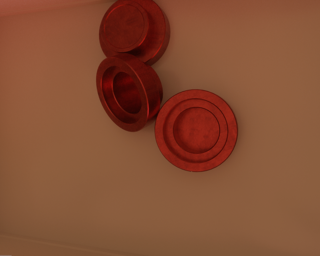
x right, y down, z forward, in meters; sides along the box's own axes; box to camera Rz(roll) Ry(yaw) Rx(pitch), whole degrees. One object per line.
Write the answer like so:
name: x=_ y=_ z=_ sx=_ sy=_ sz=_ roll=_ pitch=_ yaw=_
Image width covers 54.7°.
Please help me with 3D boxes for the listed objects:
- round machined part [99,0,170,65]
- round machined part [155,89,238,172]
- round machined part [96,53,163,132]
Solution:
round machined part: x=-0.039 y=-0.130 z=0.414 sx=0.098 sy=0.042 sz=0.097 roll=0 pitch=90 yaw=19
round machined part: x=0.046 y=0.002 z=0.382 sx=0.098 sy=0.042 sz=0.097 roll=1 pitch=93 yaw=16
round machined part: x=-0.035 y=-0.047 z=0.397 sx=0.098 sy=0.042 sz=0.097 roll=26 pitch=130 yaw=36
